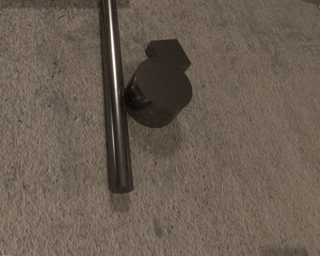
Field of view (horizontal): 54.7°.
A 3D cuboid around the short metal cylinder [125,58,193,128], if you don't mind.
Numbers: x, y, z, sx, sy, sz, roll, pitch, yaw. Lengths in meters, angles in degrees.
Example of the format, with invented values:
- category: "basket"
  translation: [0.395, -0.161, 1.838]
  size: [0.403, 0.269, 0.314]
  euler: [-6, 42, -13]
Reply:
- category: "short metal cylinder"
  translation: [-0.004, -0.046, 0.416]
  size: [0.081, 0.050, 0.080]
  euler: [14, 56, -21]

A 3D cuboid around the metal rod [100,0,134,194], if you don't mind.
- category: "metal rod"
  translation: [-0.061, -0.062, 0.410]
  size: [0.025, 0.025, 0.299]
  euler: [6, 59, -26]

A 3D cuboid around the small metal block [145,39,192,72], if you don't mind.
- category: "small metal block"
  translation: [0.012, -0.109, 0.479]
  size: [0.050, 0.025, 0.050]
  euler: [-15, 70, -35]
